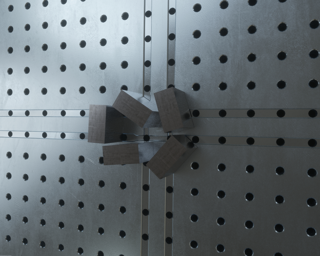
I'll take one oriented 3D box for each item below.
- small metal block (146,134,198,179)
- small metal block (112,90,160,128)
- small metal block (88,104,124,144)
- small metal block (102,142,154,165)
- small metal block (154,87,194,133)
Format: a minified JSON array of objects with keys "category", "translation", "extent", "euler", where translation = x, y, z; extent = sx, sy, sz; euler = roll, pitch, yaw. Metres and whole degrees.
[{"category":"small metal block","translation":[0.016,0.035,0.393],"extent":[0.025,0.050,0.050],"euler":[44,104,15]},{"category":"small metal block","translation":[-0.026,-0.025,0.409],"extent":[0.050,0.050,0.025],"euler":[35,102,16]},{"category":"small metal block","translation":[-0.073,-0.006,0.426],"extent":[0.025,0.050,0.050],"euler":[4,92,20]},{"category":"small metal block","translation":[-0.041,0.033,0.414],"extent":[0.050,0.050,0.025],"euler":[-5,88,20]},{"category":"small metal block","translation":[0.019,-0.021,0.392],"extent":[0.025,0.050,0.050],"euler":[-17,84,19]}]
